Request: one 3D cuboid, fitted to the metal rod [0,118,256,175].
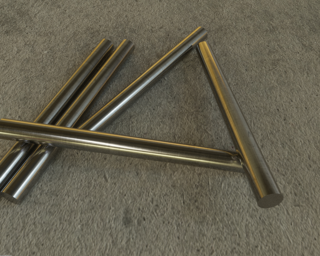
[{"bbox_3d":[-0.034,0.022,0.364,0.302,0.025,0.025,8,50,-1],"label":"metal rod"}]

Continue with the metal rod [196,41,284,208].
[{"bbox_3d":[0.089,-0.031,0.406,0.025,0.025,0.300,-5,43,-4],"label":"metal rod"}]

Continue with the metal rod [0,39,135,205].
[{"bbox_3d":[-0.108,-0.030,0.427,0.025,0.025,0.301,17,52,13],"label":"metal rod"}]

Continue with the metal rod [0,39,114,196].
[{"bbox_3d":[-0.140,-0.031,0.427,0.025,0.025,0.301,16,52,13],"label":"metal rod"}]

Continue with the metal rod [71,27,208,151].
[{"bbox_3d":[-0.017,-0.073,0.464,0.025,0.025,0.301,30,56,22],"label":"metal rod"}]
